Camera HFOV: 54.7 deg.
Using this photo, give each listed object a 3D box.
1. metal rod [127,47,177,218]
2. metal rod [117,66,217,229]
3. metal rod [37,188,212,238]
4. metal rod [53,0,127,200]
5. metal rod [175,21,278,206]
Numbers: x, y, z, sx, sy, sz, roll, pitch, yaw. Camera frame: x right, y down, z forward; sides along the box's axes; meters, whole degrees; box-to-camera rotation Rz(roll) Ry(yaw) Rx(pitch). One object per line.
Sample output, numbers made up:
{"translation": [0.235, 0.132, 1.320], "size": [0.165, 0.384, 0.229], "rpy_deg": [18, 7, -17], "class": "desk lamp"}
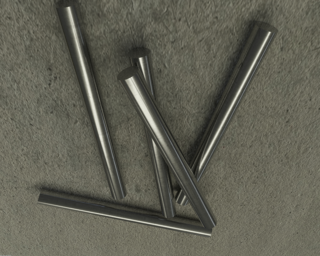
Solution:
{"translation": [-0.004, 0.031, 0.432], "size": [0.025, 0.025, 0.298], "rpy_deg": [-6, 130, 5], "class": "metal rod"}
{"translation": [0.023, 0.048, 0.413], "size": [0.025, 0.025, 0.299], "rpy_deg": [-18, 128, 14], "class": "metal rod"}
{"translation": [-0.052, 0.148, 0.532], "size": [0.302, 0.025, 0.025], "rpy_deg": [15, 128, -13], "class": "metal rod"}
{"translation": [-0.078, -0.009, 0.398], "size": [0.025, 0.025, 0.298], "rpy_deg": [-4, 130, 3], "class": "metal rod"}
{"translation": [0.073, 0.006, 0.412], "size": [0.025, 0.025, 0.298], "rpy_deg": [11, 129, -9], "class": "metal rod"}
